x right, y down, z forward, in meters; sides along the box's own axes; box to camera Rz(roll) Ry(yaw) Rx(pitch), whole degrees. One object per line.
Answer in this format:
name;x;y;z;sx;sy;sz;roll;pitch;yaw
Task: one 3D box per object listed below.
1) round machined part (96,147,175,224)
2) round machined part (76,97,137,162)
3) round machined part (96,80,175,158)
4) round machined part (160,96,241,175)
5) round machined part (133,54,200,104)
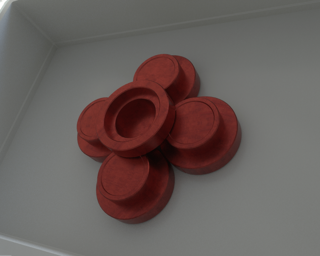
round machined part;-0.036;0.061;0.373;0.098;0.042;0.098;-13;55;19
round machined part;-0.076;-0.004;0.435;0.098;0.042;0.098;-13;56;21
round machined part;-0.026;-0.008;0.384;0.098;0.042;0.098;-13;56;21
round machined part;0.043;0.003;0.368;0.098;0.042;0.098;-13;56;21
round machined part;0.002;-0.063;0.429;0.098;0.042;0.098;-13;56;21
